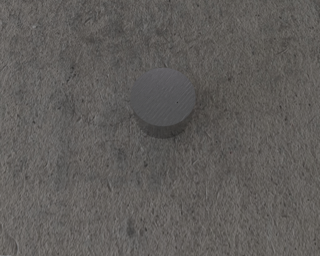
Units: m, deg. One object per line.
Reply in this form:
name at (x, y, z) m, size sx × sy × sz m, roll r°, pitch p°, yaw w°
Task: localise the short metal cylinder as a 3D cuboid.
short metal cylinder at (0.004, -0.031, 0.406) m, size 0.080 × 0.050 × 0.080 m, roll 0°, pitch 70°, yaw 0°
